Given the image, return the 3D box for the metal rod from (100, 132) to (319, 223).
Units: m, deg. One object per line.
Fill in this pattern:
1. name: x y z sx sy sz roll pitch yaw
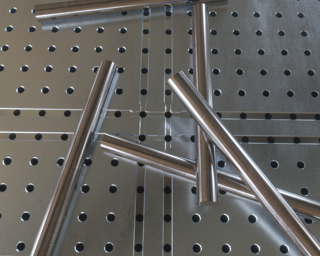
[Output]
1. metal rod: 0.070 0.063 0.389 0.301 0.025 0.025 18 71 6

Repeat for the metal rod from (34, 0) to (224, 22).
1. metal rod: -0.038 -0.196 0.483 0.302 0.025 0.025 -8 70 -4

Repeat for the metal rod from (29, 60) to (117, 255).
1. metal rod: -0.110 0.045 0.393 0.025 0.025 0.299 13 70 4

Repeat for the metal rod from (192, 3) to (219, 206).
1. metal rod: 0.058 -0.049 0.414 0.025 0.025 0.299 2 64 0

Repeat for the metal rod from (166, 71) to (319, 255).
1. metal rod: 0.109 0.058 0.358 0.025 0.025 0.300 -37 87 -13
